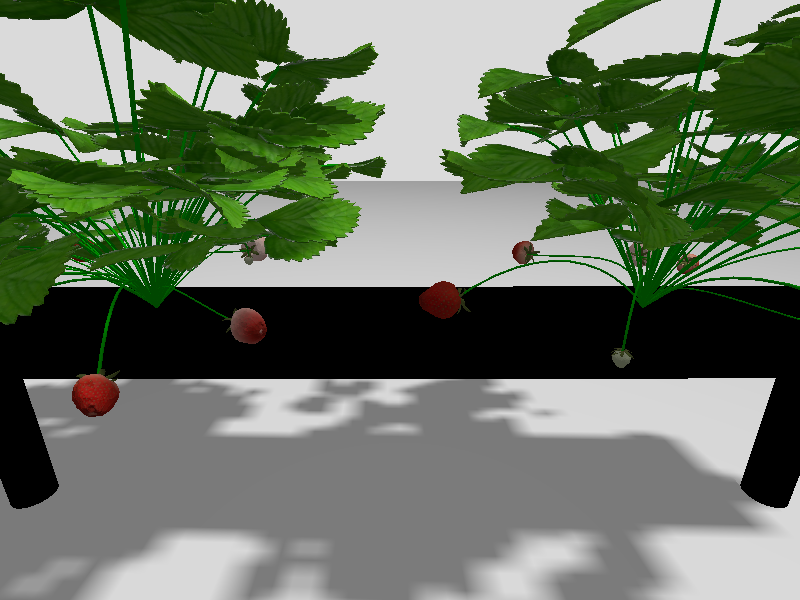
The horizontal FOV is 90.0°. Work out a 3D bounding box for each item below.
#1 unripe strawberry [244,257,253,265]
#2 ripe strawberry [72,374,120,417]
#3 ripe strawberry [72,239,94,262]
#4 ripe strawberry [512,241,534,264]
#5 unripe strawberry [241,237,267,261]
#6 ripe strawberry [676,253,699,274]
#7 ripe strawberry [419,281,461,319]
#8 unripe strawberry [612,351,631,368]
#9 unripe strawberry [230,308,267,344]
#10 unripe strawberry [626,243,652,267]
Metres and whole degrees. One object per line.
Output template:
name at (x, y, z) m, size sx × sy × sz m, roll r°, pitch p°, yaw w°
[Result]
unripe strawberry at (-0.192, -0.050, 0.509) m, size 0.011 × 0.011 × 0.011 m, roll 4°, pitch 19°, yaw 12°
ripe strawberry at (-0.157, 0.050, 0.206) m, size 0.019 × 0.022 × 0.021 m, roll -7°, pitch 46°, yaw -21°
ripe strawberry at (-0.439, -0.069, 0.550) m, size 0.036 × 0.035 × 0.033 m, roll 11°, pitch 21°, yaw 41°
ripe strawberry at (0.163, -0.064, 0.535) m, size 0.027 × 0.031 × 0.030 m, roll -6°, pitch 19°, yaw -18°
unripe strawberry at (-0.200, -0.073, 0.559) m, size 0.036 × 0.038 × 0.038 m, roll 2°, pitch 18°, yaw 7°
ripe strawberry at (0.347, -0.043, 0.482) m, size 0.022 × 0.025 × 0.023 m, roll 18°, pitch -2°, yaw 42°
ripe strawberry at (0.034, 0.000, 0.341) m, size 0.035 × 0.030 × 0.035 m, roll -3°, pitch 19°, yaw -7°
unripe strawberry at (0.137, 0.037, 0.249) m, size 0.010 × 0.011 × 0.011 m, roll 12°, pitch 22°, yaw 33°
unripe strawberry at (-0.108, 0.020, 0.289) m, size 0.026 × 0.027 × 0.024 m, roll 13°, pitch 22°, yaw 33°
unripe strawberry at (0.315, -0.061, 0.527) m, size 0.032 × 0.033 × 0.034 m, roll 10°, pitch 20°, yaw 27°
